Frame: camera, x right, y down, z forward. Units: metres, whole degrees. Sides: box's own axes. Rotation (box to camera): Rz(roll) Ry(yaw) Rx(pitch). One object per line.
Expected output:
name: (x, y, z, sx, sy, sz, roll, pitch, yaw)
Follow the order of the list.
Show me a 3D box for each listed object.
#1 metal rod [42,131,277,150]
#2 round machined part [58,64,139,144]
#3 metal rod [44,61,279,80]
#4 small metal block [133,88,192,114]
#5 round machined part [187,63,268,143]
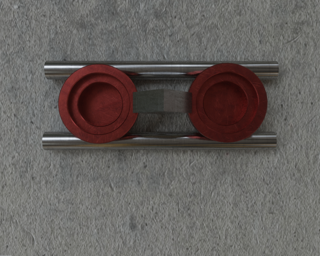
metal rod: (0.000, 0.017, 0.411, 0.302, 0.025, 0.025, 0, 90, 0)
round machined part: (-0.075, -0.030, 0.398, 0.099, 0.042, 0.097, 0, 90, 0)
metal rod: (0.002, -0.077, 0.411, 0.302, 0.025, 0.025, 0, 90, 0)
small metal block: (0.003, -0.030, 0.372, 0.050, 0.050, 0.025, 0, 89, 43)
round machined part: (0.082, -0.031, 0.398, 0.099, 0.042, 0.097, 0, 90, 0)
